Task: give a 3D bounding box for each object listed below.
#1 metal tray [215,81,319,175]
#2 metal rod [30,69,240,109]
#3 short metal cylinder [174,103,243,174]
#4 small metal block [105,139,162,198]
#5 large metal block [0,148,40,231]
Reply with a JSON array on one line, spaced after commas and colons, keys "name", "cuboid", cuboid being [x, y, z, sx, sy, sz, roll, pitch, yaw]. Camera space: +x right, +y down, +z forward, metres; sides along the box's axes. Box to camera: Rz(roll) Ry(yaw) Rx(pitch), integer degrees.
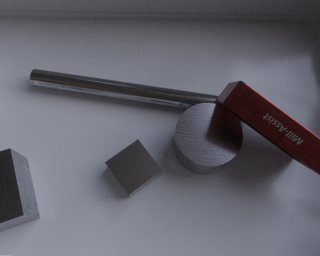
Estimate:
[{"name": "metal tray", "cuboid": [0.130, -0.004, 0.362, 0.130, 0.090, 0.030, 36, 98, -1]}, {"name": "metal rod", "cuboid": [-0.027, -0.048, 0.426, 0.302, 0.025, 0.025, 9, 70, 2]}, {"name": "short metal cylinder", "cuboid": [0.058, 0.015, 0.392, 0.081, 0.050, 0.080, 0, 70, 0]}, {"name": "small metal block", "cuboid": [-0.033, 0.051, 0.391, 0.050, 0.025, 0.050, -36, 74, -12]}, {"name": "large metal block", "cuboid": [-0.198, 0.079, 0.365, 0.081, 0.050, 0.080, -18, 71, -7]}]
